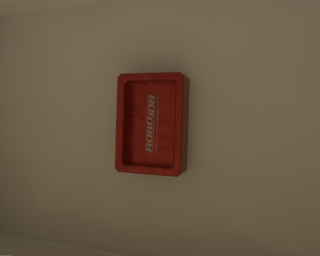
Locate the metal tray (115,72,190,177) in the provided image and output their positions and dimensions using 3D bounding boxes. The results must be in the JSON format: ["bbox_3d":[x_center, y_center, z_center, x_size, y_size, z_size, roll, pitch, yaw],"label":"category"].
[{"bbox_3d":[-0.010,-0.006,0.407,0.090,0.030,0.129,2,90,19],"label":"metal tray"}]
